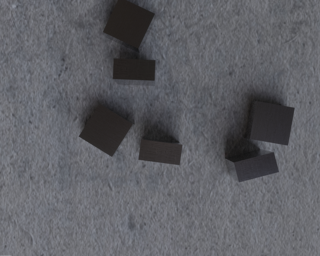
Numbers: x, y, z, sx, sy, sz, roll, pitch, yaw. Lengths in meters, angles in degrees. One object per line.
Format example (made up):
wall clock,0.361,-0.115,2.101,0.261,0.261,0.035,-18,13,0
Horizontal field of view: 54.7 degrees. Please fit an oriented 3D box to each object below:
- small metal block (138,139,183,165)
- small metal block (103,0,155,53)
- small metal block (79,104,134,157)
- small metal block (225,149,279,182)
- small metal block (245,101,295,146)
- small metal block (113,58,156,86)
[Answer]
small metal block,0.000,0.029,0.398,0.050,0.050,0.025,8,90,-1
small metal block,-0.040,-0.135,0.409,0.050,0.025,0.050,25,90,-1
small metal block,-0.070,0.003,0.409,0.050,0.025,0.050,32,90,-1
small metal block,0.117,0.047,0.399,0.050,0.050,0.025,-14,90,0
small metal block,0.145,-0.006,0.412,0.050,0.025,0.050,10,90,-1
small metal block,-0.031,-0.070,0.397,0.050,0.050,0.025,2,90,-1
